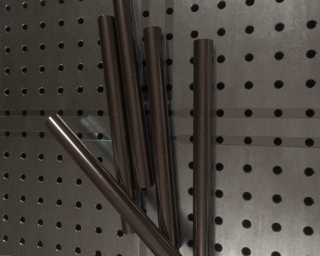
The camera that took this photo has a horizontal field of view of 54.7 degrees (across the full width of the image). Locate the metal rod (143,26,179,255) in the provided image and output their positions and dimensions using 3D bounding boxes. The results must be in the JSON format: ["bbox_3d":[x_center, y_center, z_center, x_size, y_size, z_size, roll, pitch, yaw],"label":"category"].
[{"bbox_3d":[0.002,0.017,0.411,0.025,0.025,0.298,-5,88,19],"label":"metal rod"}]

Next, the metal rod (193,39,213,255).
[{"bbox_3d":[0.055,0.039,0.392,0.025,0.025,0.298,0,90,19],"label":"metal rod"}]

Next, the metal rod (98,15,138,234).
[{"bbox_3d":[-0.057,-0.006,0.431,0.025,0.025,0.298,-8,87,19],"label":"metal rod"}]

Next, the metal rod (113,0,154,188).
[{"bbox_3d":[-0.039,-0.069,0.425,0.025,0.025,0.298,-8,87,19],"label":"metal rod"}]

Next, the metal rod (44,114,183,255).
[{"bbox_3d":[-0.051,0.094,0.401,0.300,0.025,0.025,46,104,14],"label":"metal rod"}]
